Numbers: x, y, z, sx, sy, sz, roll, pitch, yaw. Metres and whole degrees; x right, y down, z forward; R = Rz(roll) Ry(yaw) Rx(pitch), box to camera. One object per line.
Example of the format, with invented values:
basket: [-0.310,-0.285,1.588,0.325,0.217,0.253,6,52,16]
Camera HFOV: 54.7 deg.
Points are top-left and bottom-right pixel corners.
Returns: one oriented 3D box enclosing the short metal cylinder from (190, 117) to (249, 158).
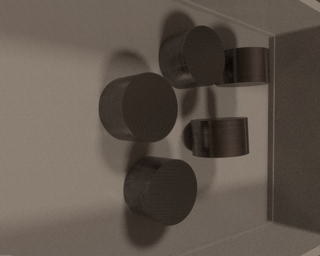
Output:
short metal cylinder: [0.086,0.012,0.445,0.081,0.080,0.050,-7,95,-40]

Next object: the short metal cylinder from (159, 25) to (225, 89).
short metal cylinder: [0.045,-0.096,0.430,0.081,0.050,0.079,0,90,-40]

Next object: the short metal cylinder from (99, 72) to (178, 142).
short metal cylinder: [-0.025,-0.024,0.371,0.081,0.050,0.079,0,90,-40]

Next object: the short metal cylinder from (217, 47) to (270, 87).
short metal cylinder: [0.128,-0.092,0.481,0.081,0.080,0.050,-4,93,-40]

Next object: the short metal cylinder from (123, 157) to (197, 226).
short metal cylinder: [0.001,0.078,0.394,0.081,0.050,0.079,0,90,-40]
